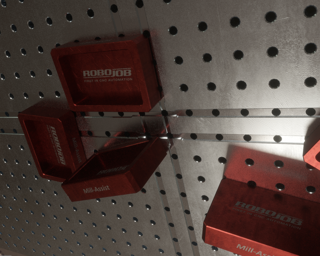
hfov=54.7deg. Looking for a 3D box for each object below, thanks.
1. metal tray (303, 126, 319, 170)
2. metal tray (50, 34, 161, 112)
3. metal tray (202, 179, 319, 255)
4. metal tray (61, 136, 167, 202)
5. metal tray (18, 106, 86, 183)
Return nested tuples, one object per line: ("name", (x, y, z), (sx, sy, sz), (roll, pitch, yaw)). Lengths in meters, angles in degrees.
("metal tray", (0.226, 0.028, 0.306), (0.130, 0.030, 0.089), (32, 128, 7))
("metal tray", (-0.071, -0.067, 0.401), (0.130, 0.030, 0.089), (2, 120, 27))
("metal tray", (0.126, 0.115, 0.373), (0.130, 0.090, 0.030), (13, 124, 21))
("metal tray", (-0.065, 0.058, 0.437), (0.130, 0.090, 0.030), (-15, 110, 34))
("metal tray", (-0.174, 0.031, 0.515), (0.090, 0.030, 0.129), (7, 122, 24))
